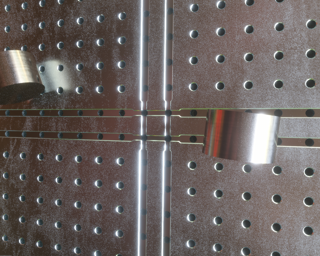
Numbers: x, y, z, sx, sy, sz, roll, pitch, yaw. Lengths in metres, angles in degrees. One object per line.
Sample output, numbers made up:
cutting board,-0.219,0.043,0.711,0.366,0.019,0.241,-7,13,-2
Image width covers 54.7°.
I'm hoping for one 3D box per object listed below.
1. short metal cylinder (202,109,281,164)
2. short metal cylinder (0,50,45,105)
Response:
short metal cylinder,0.091,0.008,0.351,0.080,0.080,0.050,8,93,19
short metal cylinder,-0.219,-0.073,0.459,0.080,0.080,0.050,-23,83,18
